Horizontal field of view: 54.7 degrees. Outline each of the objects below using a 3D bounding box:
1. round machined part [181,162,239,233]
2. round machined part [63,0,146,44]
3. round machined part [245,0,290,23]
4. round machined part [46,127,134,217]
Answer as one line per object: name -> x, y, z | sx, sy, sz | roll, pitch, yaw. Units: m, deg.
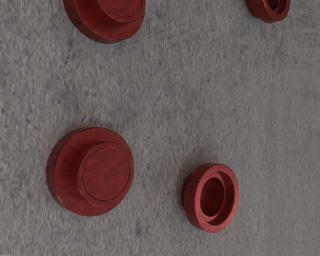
round machined part -> 0.069, 0.099, 0.455 | 0.099, 0.042, 0.097 | 0, 90, -40
round machined part -> -0.055, -0.148, 0.349 | 0.099, 0.042, 0.097 | 0, 90, -40
round machined part -> 0.190, -0.237, 0.556 | 0.099, 0.042, 0.097 | 0, 90, -40
round machined part -> -0.068, 0.048, 0.338 | 0.099, 0.042, 0.097 | 0, 90, -40
